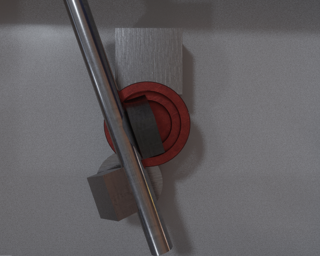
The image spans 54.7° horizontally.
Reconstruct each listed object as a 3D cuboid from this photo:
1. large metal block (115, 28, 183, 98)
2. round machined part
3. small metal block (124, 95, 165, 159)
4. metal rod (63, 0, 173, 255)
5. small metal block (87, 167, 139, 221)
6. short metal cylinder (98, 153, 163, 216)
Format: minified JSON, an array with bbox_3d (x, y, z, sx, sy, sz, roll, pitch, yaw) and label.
[{"bbox_3d":[-0.013,-0.080,0.396,0.081,0.050,0.079,0,90,-1],"label":"large metal block"},{"bbox_3d":[-0.014,-0.005,0.372,0.099,0.042,0.097,0,90,-1],"label":"round machined part"},{"bbox_3d":[-0.018,-0.002,0.349,0.025,0.050,0.050,-19,125,-4],"label":"small metal block"},{"bbox_3d":[-0.047,-0.007,0.340,0.025,0.025,0.298,-19,90,0],"label":"metal rod"},{"bbox_3d":[-0.054,0.073,0.345,0.025,0.050,0.050,-19,90,-34],"label":"small metal block"},{"bbox_3d":[-0.037,0.066,0.398,0.081,0.050,0.079,0,90,-1],"label":"short metal cylinder"}]
